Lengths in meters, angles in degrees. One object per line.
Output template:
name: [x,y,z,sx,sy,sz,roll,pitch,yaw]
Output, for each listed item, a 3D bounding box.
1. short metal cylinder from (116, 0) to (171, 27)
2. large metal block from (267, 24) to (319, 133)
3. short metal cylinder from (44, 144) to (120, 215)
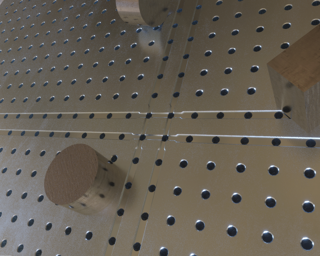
short metal cylinder: [-0.027,-0.212,0.515,0.050,0.080,0.080,19,72,35]
large metal block: [0.165,-0.053,0.319,0.080,0.080,0.050,-37,51,3]
short metal cylinder: [-0.100,0.067,0.402,0.080,0.050,0.080,-13,56,20]
